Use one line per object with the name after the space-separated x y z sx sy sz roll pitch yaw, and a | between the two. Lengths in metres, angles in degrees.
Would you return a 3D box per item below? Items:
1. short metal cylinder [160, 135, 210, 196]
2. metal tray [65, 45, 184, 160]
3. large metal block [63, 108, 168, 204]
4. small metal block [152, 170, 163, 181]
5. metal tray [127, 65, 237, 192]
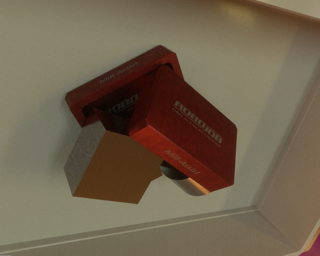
0.047 0.047 0.428 0.080 0.080 0.050 -43 130 1 | short metal cylinder
-0.032 -0.029 0.369 0.131 0.030 0.090 -30 129 -10 | metal tray
-0.049 0.033 0.344 0.081 0.050 0.080 18 109 -36 | large metal block
-0.029 0.052 0.425 0.050 0.025 0.050 -26 128 -13 | small metal block
0.033 0.002 0.347 0.130 0.090 0.030 37 136 -25 | metal tray
